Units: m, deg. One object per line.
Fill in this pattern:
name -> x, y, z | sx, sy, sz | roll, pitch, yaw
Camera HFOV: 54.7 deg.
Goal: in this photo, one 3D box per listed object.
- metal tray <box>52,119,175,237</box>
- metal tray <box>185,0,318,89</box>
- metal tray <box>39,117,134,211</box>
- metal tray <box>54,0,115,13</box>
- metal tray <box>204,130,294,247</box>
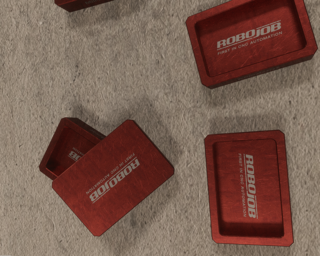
metal tray -> -0.058, 0.062, 0.397 | 0.130, 0.030, 0.090 | -40, 91, -1
metal tray -> 0.105, -0.108, 0.369 | 0.130, 0.030, 0.090 | -15, 85, 19
metal tray -> -0.100, 0.053, 0.440 | 0.130, 0.030, 0.090 | 31, 100, 17
metal tray -> -0.089, -0.225, 0.436 | 0.130, 0.030, 0.089 | -7, 88, 19
metal tray -> 0.105, 0.069, 0.369 | 0.090, 0.030, 0.129 | -5, 88, 19
